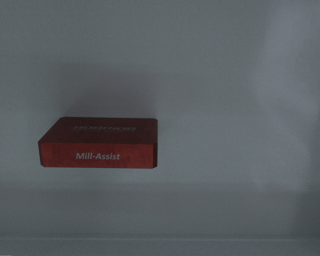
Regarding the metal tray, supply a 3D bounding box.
[{"bbox_3d":[-0.068,0.015,0.381,0.131,0.090,0.030,1,110,-1],"label":"metal tray"}]
